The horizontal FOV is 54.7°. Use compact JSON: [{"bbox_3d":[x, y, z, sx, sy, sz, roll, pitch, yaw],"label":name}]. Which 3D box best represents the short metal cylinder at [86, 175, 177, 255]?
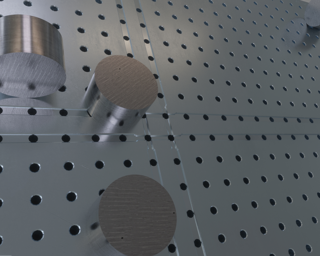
[{"bbox_3d":[-0.030,0.094,0.318,0.081,0.050,0.080,14,56,-21],"label":"short metal cylinder"}]

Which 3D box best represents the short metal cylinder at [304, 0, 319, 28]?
[{"bbox_3d":[0.410,-0.287,0.768,0.050,0.080,0.080,5,60,-26],"label":"short metal cylinder"}]

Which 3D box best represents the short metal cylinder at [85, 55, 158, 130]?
[{"bbox_3d":[-0.049,-0.045,0.392,0.081,0.050,0.080,14,56,-21],"label":"short metal cylinder"}]

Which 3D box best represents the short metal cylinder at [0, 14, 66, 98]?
[{"bbox_3d":[-0.147,-0.076,0.340,0.081,0.080,0.050,1,61,-28],"label":"short metal cylinder"}]
